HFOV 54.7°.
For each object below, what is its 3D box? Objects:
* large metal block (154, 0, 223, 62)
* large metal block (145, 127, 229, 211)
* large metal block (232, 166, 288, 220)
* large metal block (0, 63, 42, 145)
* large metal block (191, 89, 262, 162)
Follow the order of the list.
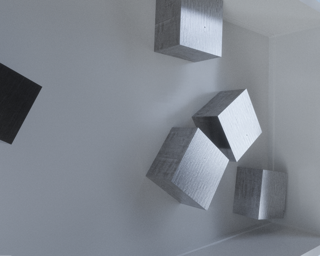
[{"bbox_3d":[0.040,-0.141,0.426,0.081,0.050,0.080,3,88,-40],"label":"large metal block"},{"bbox_3d":[0.040,0.055,0.426,0.080,0.050,0.080,44,64,-32],"label":"large metal block"},{"bbox_3d":[0.176,0.113,0.542,0.081,0.050,0.080,12,82,-40],"label":"large metal block"},{"bbox_3d":[-0.154,-0.028,0.242,0.080,0.080,0.050,33,70,-36],"label":"large metal block"},{"bbox_3d":[0.106,-0.005,0.482,0.080,0.050,0.080,-40,115,-33],"label":"large metal block"}]
